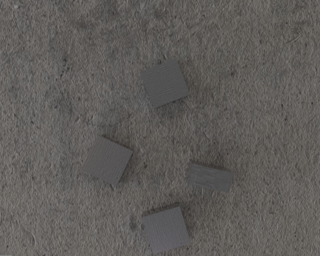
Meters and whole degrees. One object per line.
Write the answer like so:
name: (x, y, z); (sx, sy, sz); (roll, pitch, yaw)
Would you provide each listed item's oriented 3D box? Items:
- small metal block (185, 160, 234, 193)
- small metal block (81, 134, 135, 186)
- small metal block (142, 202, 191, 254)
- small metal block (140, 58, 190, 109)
small metal block: (0.062, 0.061, 0.398); (0.050, 0.050, 0.025); (12, 90, 0)
small metal block: (-0.068, 0.042, 0.409); (0.050, 0.025, 0.050); (25, 90, 0)
small metal block: (0.009, 0.131, 0.410); (0.050, 0.025, 0.050); (-16, 90, 0)
small metal block: (0.006, -0.057, 0.410); (0.050, 0.025, 0.050); (-21, 90, 0)
